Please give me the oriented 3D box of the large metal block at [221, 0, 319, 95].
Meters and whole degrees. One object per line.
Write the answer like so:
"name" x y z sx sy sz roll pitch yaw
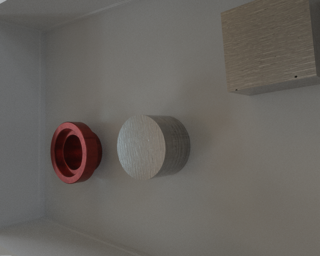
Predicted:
"large metal block" 0.110 -0.078 0.299 0.080 0.050 0.080 -7 86 39

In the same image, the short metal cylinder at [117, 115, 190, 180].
"short metal cylinder" -0.009 0.023 0.396 0.080 0.050 0.079 0 90 39

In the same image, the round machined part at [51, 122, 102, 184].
"round machined part" -0.131 0.039 0.501 0.098 0.042 0.097 0 90 39
